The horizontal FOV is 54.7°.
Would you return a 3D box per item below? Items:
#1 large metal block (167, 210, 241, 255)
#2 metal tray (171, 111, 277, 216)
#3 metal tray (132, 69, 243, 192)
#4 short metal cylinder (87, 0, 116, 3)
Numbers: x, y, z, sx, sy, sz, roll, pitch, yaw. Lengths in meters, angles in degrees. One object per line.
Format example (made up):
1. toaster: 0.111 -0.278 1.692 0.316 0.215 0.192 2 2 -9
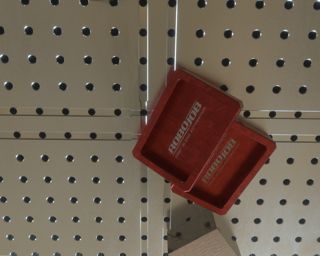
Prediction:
1. large metal block: 0.067 0.181 0.467 0.080 0.050 0.080 -32 107 11
2. metal tray: 0.084 0.049 0.429 0.090 0.030 0.129 28 108 -10
3. metal tray: 0.032 0.003 0.391 0.090 0.030 0.129 33 107 15
4. short metal cylinder: -0.067 -0.179 0.333 0.081 0.050 0.079 0 110 0
